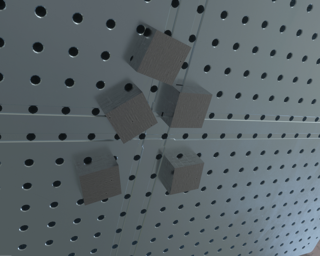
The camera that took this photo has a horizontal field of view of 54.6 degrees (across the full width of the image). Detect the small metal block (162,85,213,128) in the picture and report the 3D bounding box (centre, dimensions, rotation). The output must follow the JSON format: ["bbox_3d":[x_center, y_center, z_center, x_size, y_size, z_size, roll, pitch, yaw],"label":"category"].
[{"bbox_3d":[0.036,-0.028,0.413,0.050,0.025,0.050,0,118,-29],"label":"small metal block"}]

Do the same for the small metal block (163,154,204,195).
[{"bbox_3d":[0.036,0.070,0.473,0.050,0.025,0.050,-7,122,-25],"label":"small metal block"}]

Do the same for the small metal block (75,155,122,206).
[{"bbox_3d":[-0.081,0.068,0.409,0.050,0.025,0.050,-14,124,-21],"label":"small metal block"}]

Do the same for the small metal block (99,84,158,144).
[{"bbox_3d":[-0.038,-0.017,0.380,0.050,0.025,0.050,-32,129,-7],"label":"small metal block"}]

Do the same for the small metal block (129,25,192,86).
[{"bbox_3d":[0.000,-0.083,0.359,0.050,0.025,0.050,16,110,-35],"label":"small metal block"}]
